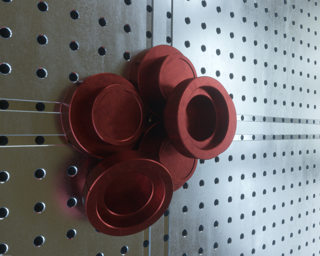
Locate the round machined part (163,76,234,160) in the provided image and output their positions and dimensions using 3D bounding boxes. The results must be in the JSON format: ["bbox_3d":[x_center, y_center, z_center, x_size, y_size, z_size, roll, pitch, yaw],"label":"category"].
[{"bbox_3d":[0.043,-0.012,0.377,0.099,0.042,0.097,0,90,-40],"label":"round machined part"}]

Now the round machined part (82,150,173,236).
[{"bbox_3d":[-0.038,0.068,0.348,0.099,0.042,0.097,-10,116,-21],"label":"round machined part"}]

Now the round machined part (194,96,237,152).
[{"bbox_3d":[0.065,-0.011,0.450,0.099,0.042,0.097,0,90,-40],"label":"round machined part"}]

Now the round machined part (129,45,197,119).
[{"bbox_3d":[0.012,-0.060,0.407,0.099,0.042,0.097,0,90,-40],"label":"round machined part"}]

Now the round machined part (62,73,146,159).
[{"bbox_3d":[-0.055,-0.014,0.351,0.099,0.042,0.097,0,90,-40],"label":"round machined part"}]

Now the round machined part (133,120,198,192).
[{"bbox_3d":[0.012,0.038,0.406,0.099,0.042,0.097,0,90,-40],"label":"round machined part"}]
